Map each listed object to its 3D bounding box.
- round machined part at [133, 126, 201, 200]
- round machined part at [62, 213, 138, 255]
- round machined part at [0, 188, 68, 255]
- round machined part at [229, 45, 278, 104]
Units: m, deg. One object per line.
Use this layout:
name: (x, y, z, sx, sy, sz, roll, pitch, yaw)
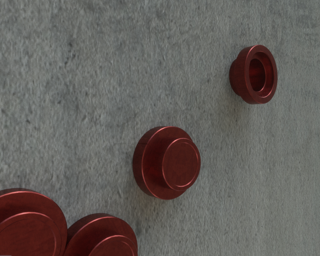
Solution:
round machined part: (0.016, 0.046, 0.409, 0.099, 0.042, 0.097, 0, 90, -40)
round machined part: (-0.064, 0.148, 0.342, 0.099, 0.042, 0.097, 0, 90, -40)
round machined part: (-0.132, 0.107, 0.285, 0.099, 0.042, 0.097, 0, 90, -40)
round machined part: (0.155, -0.089, 0.527, 0.099, 0.042, 0.097, 0, 90, -40)
